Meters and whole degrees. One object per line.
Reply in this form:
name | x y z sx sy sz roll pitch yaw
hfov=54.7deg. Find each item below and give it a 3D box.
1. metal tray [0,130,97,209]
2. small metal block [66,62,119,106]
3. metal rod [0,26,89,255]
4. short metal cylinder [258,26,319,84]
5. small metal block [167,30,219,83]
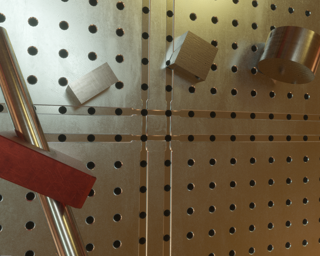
metal tray | -0.120 0.036 0.312 0.090 0.130 0.030 28 81 -18
small metal block | -0.082 -0.051 0.369 0.050 0.050 0.025 -35 102 -17
metal rod | -0.120 0.032 0.308 0.025 0.025 0.299 -20 80 -19
short metal cylinder | 0.191 -0.105 0.453 0.080 0.080 0.050 24 82 -19
small metal block | 0.046 -0.097 0.429 0.050 0.025 0.050 26 81 -18
